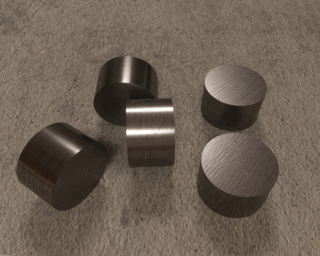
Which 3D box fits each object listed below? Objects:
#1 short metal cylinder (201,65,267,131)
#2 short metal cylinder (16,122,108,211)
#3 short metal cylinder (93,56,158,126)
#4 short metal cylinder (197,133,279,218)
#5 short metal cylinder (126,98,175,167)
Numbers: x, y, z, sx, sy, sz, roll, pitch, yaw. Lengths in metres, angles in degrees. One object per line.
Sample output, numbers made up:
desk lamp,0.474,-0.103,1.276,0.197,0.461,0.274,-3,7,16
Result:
short metal cylinder,0.099,-0.042,0.423,0.081,0.050,0.080,0,50,0
short metal cylinder,-0.102,0.041,0.332,0.050,0.080,0.080,28,55,21
short metal cylinder,-0.043,-0.046,0.406,0.081,0.080,0.050,0,50,0
short metal cylinder,0.084,0.052,0.344,0.081,0.050,0.080,0,50,0
short metal cylinder,-0.011,0.005,0.363,0.050,0.080,0.080,-2,50,-2
